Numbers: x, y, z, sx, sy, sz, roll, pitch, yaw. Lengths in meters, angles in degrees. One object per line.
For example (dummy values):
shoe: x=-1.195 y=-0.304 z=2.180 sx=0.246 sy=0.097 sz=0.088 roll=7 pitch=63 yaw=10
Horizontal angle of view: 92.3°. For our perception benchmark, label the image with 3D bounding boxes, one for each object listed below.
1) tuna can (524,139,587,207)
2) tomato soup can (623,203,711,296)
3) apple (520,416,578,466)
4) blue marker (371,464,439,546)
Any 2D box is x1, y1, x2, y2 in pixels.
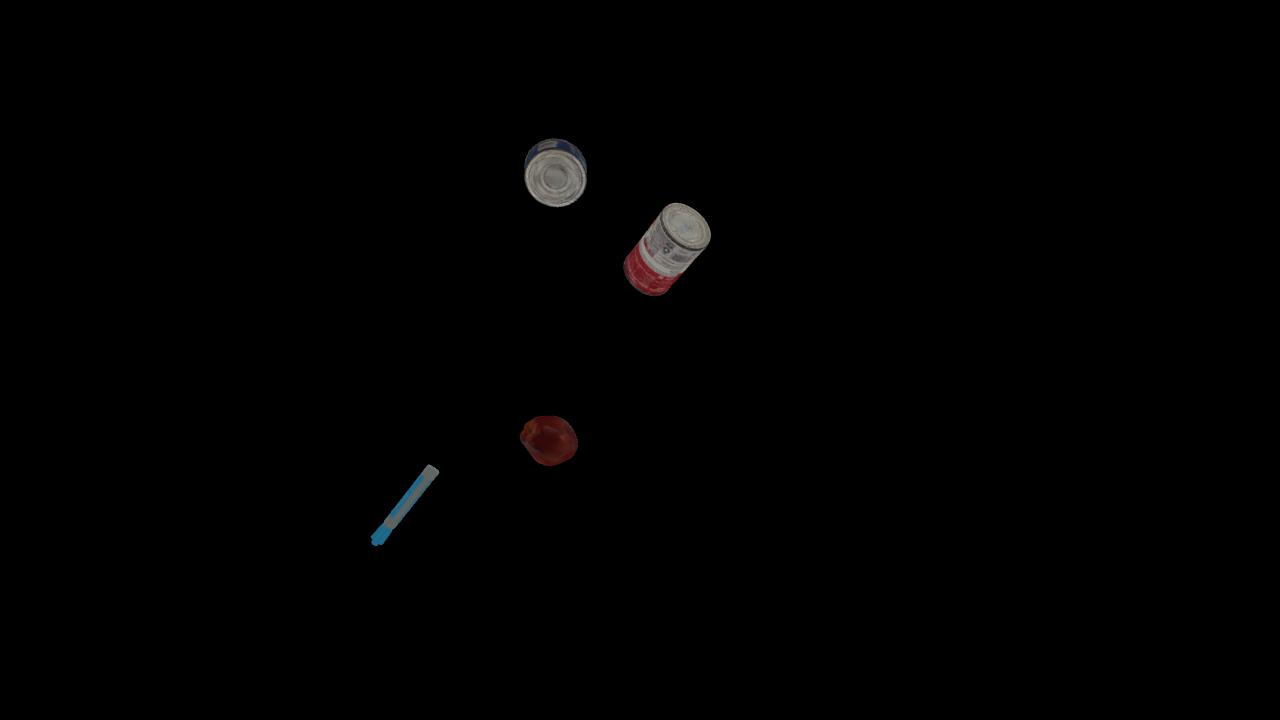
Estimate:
tuna can: x=-0.112 y=-0.248 z=0.820 sx=0.084 sy=0.084 sz=0.034 roll=0 pitch=40 yaw=-8
tomato soup can: x=0.031 y=-0.131 z=0.736 sx=0.068 sy=0.068 sz=0.101 roll=0 pitch=-27 yaw=-29
apple: x=-0.141 y=0.127 z=0.970 sx=0.079 sy=0.079 sz=0.093 roll=0 pitch=-30 yaw=42
blue marker: x=-0.309 y=0.191 z=0.805 sx=0.020 sy=0.121 sz=0.020 roll=36 pitch=-8 yaw=6
